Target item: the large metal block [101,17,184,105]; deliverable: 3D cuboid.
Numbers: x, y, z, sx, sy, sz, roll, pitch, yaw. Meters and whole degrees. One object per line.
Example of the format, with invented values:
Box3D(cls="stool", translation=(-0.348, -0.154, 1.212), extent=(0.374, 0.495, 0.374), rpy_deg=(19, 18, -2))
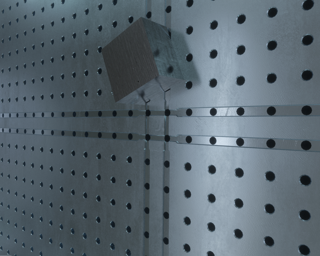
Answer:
Box3D(cls="large metal block", translation=(-0.025, -0.085, 0.411), extent=(0.080, 0.050, 0.080), rpy_deg=(-27, 74, 36))
